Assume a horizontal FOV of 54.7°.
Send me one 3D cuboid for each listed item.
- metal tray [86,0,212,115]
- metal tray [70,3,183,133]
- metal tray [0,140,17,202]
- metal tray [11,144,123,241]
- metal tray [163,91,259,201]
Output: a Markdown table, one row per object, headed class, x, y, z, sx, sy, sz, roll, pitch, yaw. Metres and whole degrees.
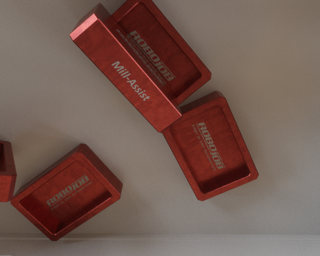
| class | x | y | z | sx | sy | sz | roll | pitch | yaw |
| --- | --- | --- | --- | --- | --- | --- | --- | --- | --- |
| metal tray | -0.012 | -0.085 | 0.377 | 0.090 | 0.030 | 0.130 | -39 | 106 | 13 |
| metal tray | -0.032 | -0.064 | 0.327 | 0.030 | 0.090 | 0.130 | -37 | 116 | 12 |
| metal tray | -0.219 | 0.042 | 0.352 | 0.091 | 0.130 | 0.030 | 9 | 99 | -30 |
| metal tray | -0.131 | 0.094 | 0.441 | 0.130 | 0.030 | 0.090 | -35 | 107 | 11 |
| metal tray | 0.067 | 0.027 | 0.419 | 0.090 | 0.030 | 0.130 | -25 | 109 | 8 |
